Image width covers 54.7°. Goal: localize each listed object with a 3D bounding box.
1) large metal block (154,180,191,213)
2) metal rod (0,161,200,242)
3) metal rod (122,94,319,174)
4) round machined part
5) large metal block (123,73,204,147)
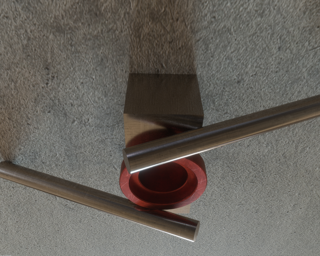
[{"bbox_3d":[0.000,0.071,0.433,0.081,0.080,0.050,1,130,-1],"label":"large metal block"},{"bbox_3d":[-0.096,0.091,0.412,0.301,0.025,0.025,12,133,19],"label":"metal rod"},{"bbox_3d":[0.108,-0.006,0.335,0.302,0.025,0.025,-15,132,-17],"label":"metal rod"},{"bbox_3d":[0.004,0.050,0.363,0.099,0.042,0.097,-1,130,0],"label":"round machined part"},{"bbox_3d":[0.003,-0.021,0.355,0.081,0.080,0.050,1,130,-1],"label":"large metal block"}]
